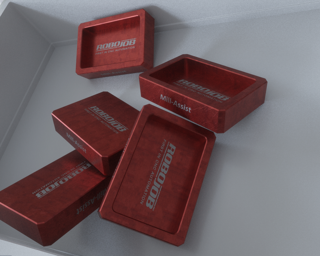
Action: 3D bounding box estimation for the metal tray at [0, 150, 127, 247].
[{"bbox_3d":[-0.111,0.072,0.367,0.090,0.030,0.131,12,29,33],"label":"metal tray"}]

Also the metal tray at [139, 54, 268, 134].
[{"bbox_3d":[0.049,-0.048,0.378,0.091,0.030,0.130,-32,44,-33],"label":"metal tray"}]

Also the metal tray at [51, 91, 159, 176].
[{"bbox_3d":[-0.071,0.000,0.409,0.091,0.030,0.130,-28,43,-33],"label":"metal tray"}]

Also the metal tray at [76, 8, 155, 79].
[{"bbox_3d":[-0.074,-0.132,0.501,0.130,0.030,0.090,-2,82,26],"label":"metal tray"}]

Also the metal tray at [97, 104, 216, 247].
[{"bbox_3d":[-0.001,0.049,0.337,0.090,0.030,0.130,24,69,-8],"label":"metal tray"}]
